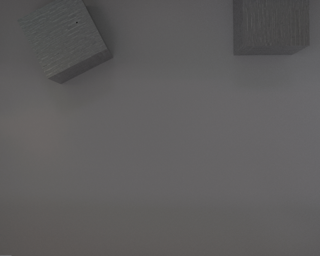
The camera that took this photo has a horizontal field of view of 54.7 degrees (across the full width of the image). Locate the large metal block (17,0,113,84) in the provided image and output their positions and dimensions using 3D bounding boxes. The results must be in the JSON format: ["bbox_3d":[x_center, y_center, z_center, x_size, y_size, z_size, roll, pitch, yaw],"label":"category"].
[{"bbox_3d":[-0.118,-0.113,0.398,0.080,0.050,0.080,-27,90,0],"label":"large metal block"}]

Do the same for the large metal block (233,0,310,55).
[{"bbox_3d":[0.141,-0.140,0.400,0.081,0.050,0.080,-1,90,0],"label":"large metal block"}]
